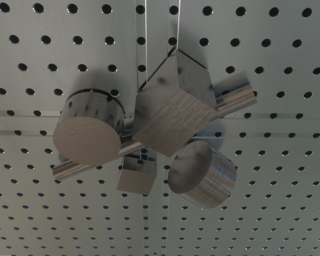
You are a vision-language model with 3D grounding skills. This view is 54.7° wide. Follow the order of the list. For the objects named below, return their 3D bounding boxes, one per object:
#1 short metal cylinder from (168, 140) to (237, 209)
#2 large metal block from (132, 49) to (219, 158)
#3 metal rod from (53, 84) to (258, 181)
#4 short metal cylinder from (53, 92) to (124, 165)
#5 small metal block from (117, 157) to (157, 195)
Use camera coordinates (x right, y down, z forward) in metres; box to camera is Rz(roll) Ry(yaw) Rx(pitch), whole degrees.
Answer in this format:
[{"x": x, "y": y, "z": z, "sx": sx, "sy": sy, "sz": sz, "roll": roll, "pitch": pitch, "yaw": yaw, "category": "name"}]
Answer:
[{"x": 0.057, "y": 0.064, "z": 0.426, "sx": 0.050, "sy": 0.080, "sz": 0.080, "roll": 36, "pitch": 121, "yaw": -27, "category": "short metal cylinder"}, {"x": 0.014, "y": -0.028, "z": 0.348, "sx": 0.050, "sy": 0.080, "sz": 0.080, "roll": 29, "pitch": 124, "yaw": -23, "category": "large metal block"}, {"x": -0.019, "y": 0.013, "z": 0.418, "sx": 0.300, "sy": 0.025, "sz": 0.025, "roll": -22, "pitch": 127, "yaw": 18, "category": "metal rod"}, {"x": -0.087, "y": 0.001, "z": 0.391, "sx": 0.081, "sy": 0.050, "sz": 0.079, "roll": 0, "pitch": 130, "yaw": 0, "category": "short metal cylinder"}, {"x": -0.035, "y": 0.073, "z": 0.469, "sx": 0.050, "sy": 0.025, "sz": 0.050, "roll": 12, "pitch": 129, "yaw": -10, "category": "small metal block"}]
